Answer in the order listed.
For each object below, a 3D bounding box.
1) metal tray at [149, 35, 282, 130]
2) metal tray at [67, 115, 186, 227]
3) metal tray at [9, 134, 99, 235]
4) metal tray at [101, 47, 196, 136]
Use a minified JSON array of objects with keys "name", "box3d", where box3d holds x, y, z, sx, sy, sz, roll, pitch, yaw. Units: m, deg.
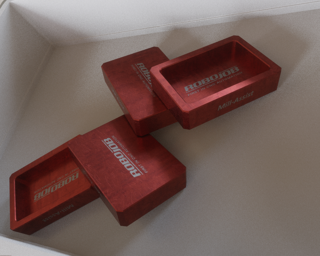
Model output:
[{"name":"metal tray","box3d":[0.065,-0.060,0.375,0.131,0.030,0.090,-24,50,-14]},{"name":"metal tray","box3d":[-0.042,0.043,0.373,0.091,0.030,0.130,-29,47,-24]},{"name":"metal tray","box3d":[-0.146,0.077,0.429,0.130,0.030,0.090,-29,52,9]},{"name":"metal tray","box3d":[-0.016,-0.056,0.423,0.091,0.030,0.130,-22,50,-14]}]
